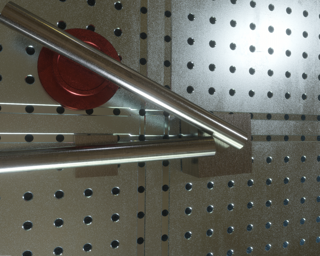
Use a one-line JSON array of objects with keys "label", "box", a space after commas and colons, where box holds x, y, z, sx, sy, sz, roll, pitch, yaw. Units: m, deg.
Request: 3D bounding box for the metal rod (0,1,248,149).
[{"label": "metal rod", "box": [-0.026, -0.050, 0.352, 0.301, 0.025, 0.025, 27, 81, -16]}]

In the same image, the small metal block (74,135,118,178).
[{"label": "small metal block", "box": [-0.080, 0.034, 0.384, 0.050, 0.025, 0.050, 0, 90, -21]}]

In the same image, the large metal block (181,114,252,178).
[{"label": "large metal block", "box": [0.077, 0.022, 0.426, 0.081, 0.050, 0.079, -2, 91, -20]}]

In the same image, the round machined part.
[{"label": "round machined part", "box": [-0.093, -0.071, 0.369, 0.099, 0.042, 0.097, 0, 90, -21]}]

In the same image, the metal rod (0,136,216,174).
[{"label": "metal rod", "box": [-0.085, 0.032, 0.353, 0.302, 0.025, 0.025, -4, 92, -10]}]
